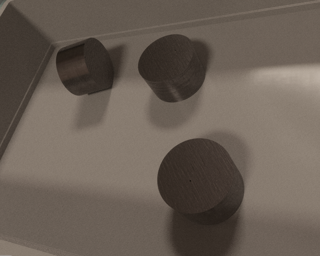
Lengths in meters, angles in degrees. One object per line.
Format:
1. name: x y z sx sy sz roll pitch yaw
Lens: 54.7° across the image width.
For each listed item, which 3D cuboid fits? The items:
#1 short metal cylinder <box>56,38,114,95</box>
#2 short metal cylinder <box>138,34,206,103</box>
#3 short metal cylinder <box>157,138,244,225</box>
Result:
1. short metal cylinder: -0.116 -0.095 0.488 0.050 0.080 0.080 -12 57 21
2. short metal cylinder: 0.017 -0.082 0.430 0.080 0.050 0.080 -13 56 20
3. short metal cylinder: 0.044 0.058 0.330 0.080 0.050 0.080 -13 56 20
